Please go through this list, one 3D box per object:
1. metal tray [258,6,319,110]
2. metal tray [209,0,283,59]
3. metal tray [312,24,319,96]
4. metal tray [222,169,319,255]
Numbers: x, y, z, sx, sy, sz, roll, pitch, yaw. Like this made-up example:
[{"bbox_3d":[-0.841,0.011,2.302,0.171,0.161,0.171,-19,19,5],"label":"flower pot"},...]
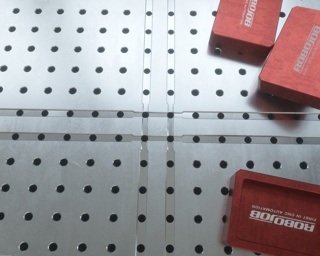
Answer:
[{"bbox_3d":[0.201,-0.098,0.421,0.090,0.030,0.130,23,76,23],"label":"metal tray"},{"bbox_3d":[0.134,-0.177,0.475,0.090,0.030,0.130,15,71,5],"label":"metal tray"},{"bbox_3d":[0.277,-0.100,0.447,0.090,0.030,0.130,14,70,5],"label":"metal tray"},{"bbox_3d":[0.147,0.108,0.370,0.131,0.030,0.090,11,70,4],"label":"metal tray"}]
